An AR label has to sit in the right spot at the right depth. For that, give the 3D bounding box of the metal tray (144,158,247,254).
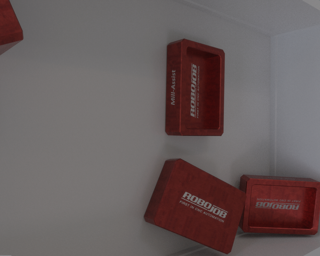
[{"bbox_3d":[0.053,0.108,0.428,0.131,0.030,0.090,29,71,-22],"label":"metal tray"}]

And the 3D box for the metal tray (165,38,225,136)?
[{"bbox_3d":[0.053,-0.054,0.446,0.091,0.030,0.129,2,89,-40],"label":"metal tray"}]

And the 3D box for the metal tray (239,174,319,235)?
[{"bbox_3d":[0.200,0.129,0.520,0.131,0.030,0.089,4,94,-6],"label":"metal tray"}]

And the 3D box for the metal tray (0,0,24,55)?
[{"bbox_3d":[-0.157,-0.118,0.232,0.030,0.090,0.129,-31,109,-36],"label":"metal tray"}]
